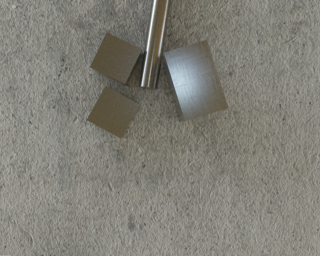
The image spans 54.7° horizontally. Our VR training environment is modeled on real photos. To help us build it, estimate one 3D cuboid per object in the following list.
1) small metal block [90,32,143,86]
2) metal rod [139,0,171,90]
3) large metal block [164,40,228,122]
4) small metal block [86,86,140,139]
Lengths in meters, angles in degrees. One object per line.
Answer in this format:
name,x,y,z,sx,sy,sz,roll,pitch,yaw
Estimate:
small metal block,-0.057,-0.090,0.409,0.050,0.025,0.050,26,90,-1
metal rod,0.007,-0.200,0.409,0.025,0.025,0.298,9,90,-1
large metal block,0.040,-0.053,0.383,0.050,0.080,0.080,-17,90,0
small metal block,-0.060,-0.020,0.409,0.050,0.025,0.050,29,90,-1
